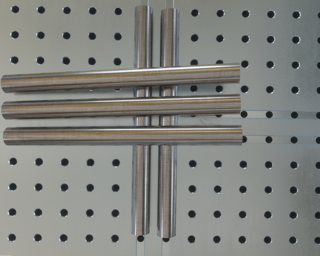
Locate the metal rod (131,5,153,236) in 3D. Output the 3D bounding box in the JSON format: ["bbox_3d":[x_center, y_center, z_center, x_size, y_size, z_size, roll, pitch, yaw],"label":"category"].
[{"bbox_3d":[-0.024,-0.010,0.413,0.025,0.025,0.298,1,90,-1],"label":"metal rod"}]

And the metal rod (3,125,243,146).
[{"bbox_3d":[-0.052,0.010,0.392,0.302,0.025,0.025,0,90,8],"label":"metal rod"}]

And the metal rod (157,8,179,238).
[{"bbox_3d":[0.011,-0.006,0.414,0.025,0.025,0.298,1,90,-1],"label":"metal rod"}]

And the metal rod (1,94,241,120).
[{"bbox_3d":[-0.054,-0.026,0.392,0.302,0.025,0.025,-1,90,7],"label":"metal rod"}]

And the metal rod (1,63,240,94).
[{"bbox_3d":[-0.054,-0.062,0.392,0.302,0.025,0.025,-1,90,7],"label":"metal rod"}]
